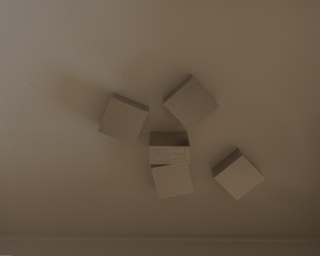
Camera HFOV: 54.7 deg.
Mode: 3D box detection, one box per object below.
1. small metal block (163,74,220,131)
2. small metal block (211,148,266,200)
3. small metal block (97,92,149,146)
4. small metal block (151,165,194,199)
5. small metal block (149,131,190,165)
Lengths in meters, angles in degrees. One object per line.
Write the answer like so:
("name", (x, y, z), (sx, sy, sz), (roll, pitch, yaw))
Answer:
("small metal block", (0.039, -0.033, 0.399), (0.050, 0.025, 0.050), (-41, 105, 13))
("small metal block", (0.109, 0.065, 0.436), (0.050, 0.025, 0.050), (-42, 105, 14))
("small metal block", (-0.048, -0.012, 0.406), (0.050, 0.025, 0.050), (22, 109, -8))
("small metal block", (0.018, 0.068, 0.436), (0.050, 0.025, 0.050), (-11, 110, 4))
("small metal block", (0.012, 0.025, 0.407), (0.050, 0.050, 0.025), (1, 110, 0))
